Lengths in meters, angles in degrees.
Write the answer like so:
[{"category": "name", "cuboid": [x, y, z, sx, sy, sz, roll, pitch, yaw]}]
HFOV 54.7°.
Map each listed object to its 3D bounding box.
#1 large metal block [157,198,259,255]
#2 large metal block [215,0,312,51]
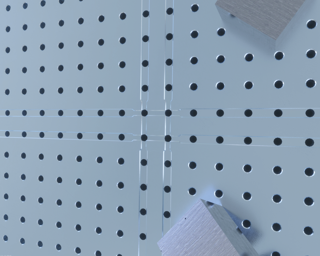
[{"category": "large metal block", "cuboid": [0.055, 0.144, 0.361, 0.080, 0.050, 0.080, -50, 43, 13]}, {"category": "large metal block", "cuboid": [0.124, -0.149, 0.356, 0.080, 0.050, 0.080, 38, 102, 15]}]
